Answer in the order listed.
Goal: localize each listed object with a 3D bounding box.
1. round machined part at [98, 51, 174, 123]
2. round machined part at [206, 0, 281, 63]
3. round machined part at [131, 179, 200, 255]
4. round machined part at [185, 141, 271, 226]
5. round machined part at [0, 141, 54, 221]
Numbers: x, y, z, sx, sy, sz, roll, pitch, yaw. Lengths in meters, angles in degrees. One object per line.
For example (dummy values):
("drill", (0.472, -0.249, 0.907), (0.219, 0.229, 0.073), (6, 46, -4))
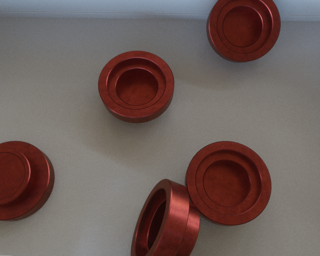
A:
("round machined part", (-0.031, -0.052, 0.419), (0.099, 0.042, 0.098), (0, 70, 0))
("round machined part", (0.115, -0.142, 0.440), (0.099, 0.042, 0.097), (0, 98, -2))
("round machined part", (0.008, 0.108, 0.335), (0.042, 0.098, 0.098), (24, 71, -13))
("round machined part", (0.079, 0.068, 0.376), (0.099, 0.042, 0.098), (0, 70, 0))
("round machined part", (-0.184, 0.062, 0.377), (0.099, 0.042, 0.098), (0, 70, 0))
